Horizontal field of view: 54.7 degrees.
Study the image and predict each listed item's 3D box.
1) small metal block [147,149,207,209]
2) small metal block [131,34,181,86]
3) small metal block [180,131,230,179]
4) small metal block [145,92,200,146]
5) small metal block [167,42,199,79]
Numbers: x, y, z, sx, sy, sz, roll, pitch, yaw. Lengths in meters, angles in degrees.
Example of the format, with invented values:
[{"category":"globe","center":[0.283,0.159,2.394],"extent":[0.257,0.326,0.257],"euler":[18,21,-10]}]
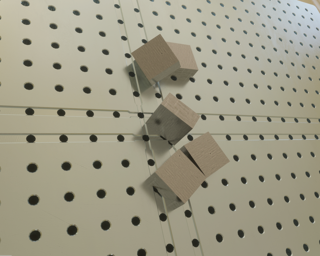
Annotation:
[{"category":"small metal block","center":[0.021,0.062,0.383],"extent":[0.050,0.025,0.050],"euler":[47,51,4]},{"category":"small metal block","center":[-0.005,-0.099,0.450],"extent":[0.050,0.025,0.050],"euler":[-33,77,4]},{"category":"small metal block","center":[0.057,0.039,0.417],"extent":[0.050,0.025,0.050],"euler":[-26,76,-37]},{"category":"small metal block","center":[0.016,-0.011,0.409],"extent":[0.050,0.050,0.025],"euler":[38,51,-3]},{"category":"small metal block","center":[0.027,-0.107,0.490],"extent":[0.050,0.025,0.050],"euler":[0,62,-29]}]
